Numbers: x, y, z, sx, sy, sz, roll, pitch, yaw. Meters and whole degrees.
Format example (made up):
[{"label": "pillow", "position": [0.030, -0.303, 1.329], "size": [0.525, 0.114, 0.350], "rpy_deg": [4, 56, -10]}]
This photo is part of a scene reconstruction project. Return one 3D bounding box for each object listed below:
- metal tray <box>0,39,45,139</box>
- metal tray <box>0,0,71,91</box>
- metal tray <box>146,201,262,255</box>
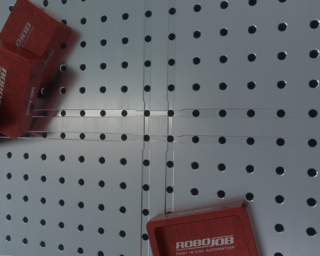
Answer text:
[{"label": "metal tray", "position": [-0.234, -0.059, 0.469], "size": [0.090, 0.030, 0.129], "rpy_deg": [25, 112, 7]}, {"label": "metal tray", "position": [-0.209, -0.124, 0.485], "size": [0.090, 0.030, 0.130], "rpy_deg": [37, 102, 16]}, {"label": "metal tray", "position": [0.055, 0.149, 0.390], "size": [0.130, 0.030, 0.090], "rpy_deg": [-15, 85, 19]}]
